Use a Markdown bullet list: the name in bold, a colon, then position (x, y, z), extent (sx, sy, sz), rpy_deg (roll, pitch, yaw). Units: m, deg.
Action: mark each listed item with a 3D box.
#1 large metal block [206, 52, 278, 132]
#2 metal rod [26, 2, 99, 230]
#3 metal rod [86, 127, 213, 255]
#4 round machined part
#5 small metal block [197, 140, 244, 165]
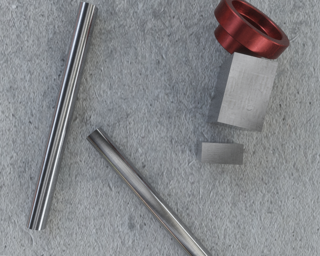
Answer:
- **large metal block**: position (0.097, -0.040, 0.384), extent (0.050, 0.080, 0.080), rpy_deg (14, 90, -1)
- **metal rod**: position (-0.128, -0.015, 0.408), extent (0.025, 0.025, 0.298), rpy_deg (14, 90, -1)
- **metal rod**: position (0.010, 0.120, 0.410), extent (0.025, 0.025, 0.300), rpy_deg (-41, 91, 0)
- **round machined part**: position (0.107, -0.117, 0.385), extent (0.098, 0.098, 0.042), rpy_deg (37, 127, 0)
- **small metal block**: position (0.075, 0.031, 0.399), extent (0.050, 0.050, 0.025), rpy_deg (3, 90, -1)
